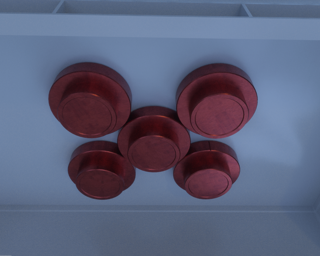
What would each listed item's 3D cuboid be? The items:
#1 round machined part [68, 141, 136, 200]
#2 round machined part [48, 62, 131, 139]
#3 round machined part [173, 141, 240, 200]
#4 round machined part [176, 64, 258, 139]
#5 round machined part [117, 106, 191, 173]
[{"bbox_3d":[-0.085,0.068,0.453,0.099,0.042,0.097,-1,130,0],"label":"round machined part"},{"bbox_3d":[-0.084,-0.026,0.373,0.099,0.042,0.097,-1,130,0],"label":"round machined part"},{"bbox_3d":[0.069,0.068,0.455,0.099,0.042,0.097,-1,130,0],"label":"round machined part"},{"bbox_3d":[0.069,-0.025,0.376,0.099,0.042,0.097,-1,130,0],"label":"round machined part"},{"bbox_3d":[-0.008,0.022,0.414,0.099,0.042,0.097,-1,130,0],"label":"round machined part"}]
